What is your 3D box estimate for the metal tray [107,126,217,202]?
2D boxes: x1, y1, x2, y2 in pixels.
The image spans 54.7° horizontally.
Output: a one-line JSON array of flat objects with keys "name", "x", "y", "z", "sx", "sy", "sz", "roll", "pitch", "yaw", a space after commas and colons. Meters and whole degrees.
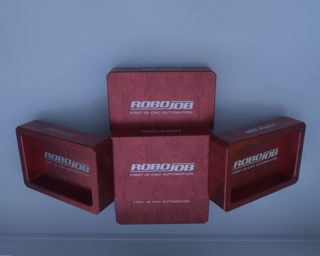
[{"name": "metal tray", "x": 0.003, "y": 0.046, "z": 0.392, "sx": 0.131, "sy": 0.030, "sz": 0.089, "roll": -1, "pitch": 110, "yaw": 0}]

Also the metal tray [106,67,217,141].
[{"name": "metal tray", "x": 0.002, "y": -0.030, "z": 0.395, "sx": 0.131, "sy": 0.030, "sz": 0.089, "roll": -1, "pitch": 110, "yaw": -1}]

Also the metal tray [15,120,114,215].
[{"name": "metal tray", "x": -0.120, "y": 0.046, "z": 0.390, "sx": 0.130, "sy": 0.030, "sz": 0.089, "roll": 12, "pitch": 114, "yaw": 26}]

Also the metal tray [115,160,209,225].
[{"name": "metal tray", "x": 0.003, "y": 0.090, "z": 0.439, "sx": 0.131, "sy": 0.030, "sz": 0.089, "roll": -1, "pitch": 110, "yaw": -1}]

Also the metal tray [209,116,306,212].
[{"name": "metal tray", "x": 0.123, "y": 0.042, "z": 0.390, "sx": 0.131, "sy": 0.030, "sz": 0.089, "roll": -13, "pitch": 113, "yaw": -27}]
